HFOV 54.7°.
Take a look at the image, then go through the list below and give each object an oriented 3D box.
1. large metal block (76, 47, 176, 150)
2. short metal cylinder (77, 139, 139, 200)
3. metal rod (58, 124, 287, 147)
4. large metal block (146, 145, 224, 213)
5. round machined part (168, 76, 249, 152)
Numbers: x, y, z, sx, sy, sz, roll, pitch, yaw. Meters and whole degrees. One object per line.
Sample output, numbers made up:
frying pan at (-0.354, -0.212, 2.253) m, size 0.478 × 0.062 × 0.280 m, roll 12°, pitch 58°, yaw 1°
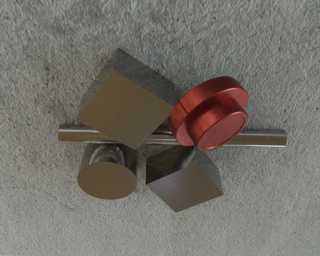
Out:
large metal block at (-0.038, -0.031, 0.362) m, size 0.080 × 0.050 × 0.080 m, roll 30°, pitch 124°, yaw -23°
short metal cylinder at (-0.072, 0.057, 0.440) m, size 0.081 × 0.050 × 0.079 m, roll 0°, pitch 130°, yaw 0°
metal rod at (0.018, 0.011, 0.420) m, size 0.302 × 0.025 × 0.025 m, roll 1°, pitch 130°, yaw -2°
large metal block at (0.036, 0.071, 0.453) m, size 0.080 × 0.050 × 0.080 m, roll -26°, pitch 126°, yaw 20°
round machined part at (0.062, -0.009, 0.360) m, size 0.099 × 0.042 × 0.098 m, roll -23°, pitch 150°, yaw -14°
